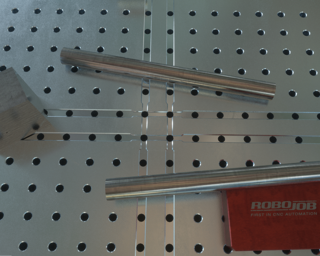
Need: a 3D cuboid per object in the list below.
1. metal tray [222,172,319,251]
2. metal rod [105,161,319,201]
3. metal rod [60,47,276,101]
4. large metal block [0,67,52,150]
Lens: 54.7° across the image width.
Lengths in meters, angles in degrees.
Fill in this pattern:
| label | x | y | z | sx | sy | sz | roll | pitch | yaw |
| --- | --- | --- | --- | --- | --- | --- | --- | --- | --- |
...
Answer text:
| label | x | y | z | sx | sy | sz | roll | pitch | yaw |
| --- | --- | --- | --- | --- | --- | --- | --- | --- | --- |
| metal tray | 0.144 | 0.099 | 0.374 | 0.131 | 0.030 | 0.090 | -1 | 70 | -1 |
| metal rod | 0.090 | 0.058 | 0.358 | 0.302 | 0.025 | 0.025 | -5 | 70 | -2 |
| metal rod | 0.009 | -0.077 | 0.439 | 0.302 | 0.025 | 0.025 | 10 | 70 | 3 |
| large metal block | -0.197 | -0.020 | 0.388 | 0.080 | 0.080 | 0.050 | -29 | 73 | -10 |
